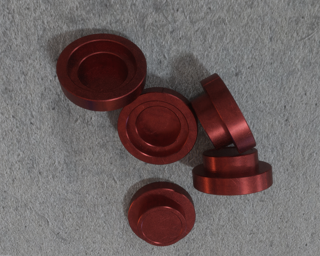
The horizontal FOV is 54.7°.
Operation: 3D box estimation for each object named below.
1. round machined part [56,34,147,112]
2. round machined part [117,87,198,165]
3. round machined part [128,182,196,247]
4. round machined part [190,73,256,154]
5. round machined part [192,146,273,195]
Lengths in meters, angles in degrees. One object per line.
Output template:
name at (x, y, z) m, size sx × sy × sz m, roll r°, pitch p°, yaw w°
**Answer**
round machined part at (-0.065, -0.060, 0.359) m, size 0.099 × 0.098 × 0.042 m, roll 5°, pitch 150°, yaw -2°
round machined part at (-0.001, -0.006, 0.394) m, size 0.099 × 0.042 × 0.097 m, roll 3°, pitch 114°, yaw 6°
round machined part at (0.003, 0.131, 0.449) m, size 0.099 × 0.042 × 0.097 m, roll 0°, pitch 110°, yaw 0°
round machined part at (0.070, -0.012, 0.366) m, size 0.042 × 0.098 × 0.098 m, roll -29°, pitch 108°, yaw 9°
round machined part at (0.090, 0.049, 0.392) m, size 0.099 × 0.098 × 0.042 m, roll -6°, pitch 95°, yaw 2°
